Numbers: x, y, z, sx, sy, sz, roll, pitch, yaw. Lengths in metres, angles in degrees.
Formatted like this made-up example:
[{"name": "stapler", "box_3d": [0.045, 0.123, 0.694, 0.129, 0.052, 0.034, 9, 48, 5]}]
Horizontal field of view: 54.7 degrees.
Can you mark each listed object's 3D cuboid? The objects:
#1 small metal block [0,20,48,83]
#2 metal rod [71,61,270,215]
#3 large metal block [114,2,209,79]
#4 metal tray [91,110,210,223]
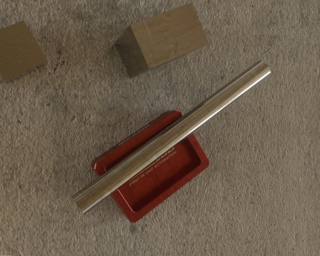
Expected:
[{"name": "small metal block", "box_3d": [-0.163, -0.085, 0.349, 0.050, 0.025, 0.050, -32, 101, -18]}, {"name": "metal rod", "box_3d": [0.026, 0.002, 0.387, 0.301, 0.025, 0.025, -36, 102, -17]}, {"name": "large metal block", "box_3d": [-0.001, -0.104, 0.380, 0.081, 0.080, 0.050, -27, 99, -18]}, {"name": "metal tray", "box_3d": [-0.010, 0.047, 0.403, 0.131, 0.030, 0.090, -34, 102, -17]}]
